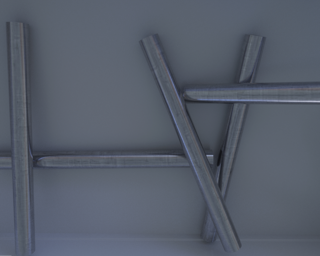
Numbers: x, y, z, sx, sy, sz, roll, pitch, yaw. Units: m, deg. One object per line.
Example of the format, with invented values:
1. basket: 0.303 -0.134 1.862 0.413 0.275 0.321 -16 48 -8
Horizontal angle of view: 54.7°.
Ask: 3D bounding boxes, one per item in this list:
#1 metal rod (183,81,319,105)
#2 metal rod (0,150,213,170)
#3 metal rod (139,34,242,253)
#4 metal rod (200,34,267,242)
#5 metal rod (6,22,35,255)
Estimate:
1. metal rod: 0.169 -0.037 0.330 0.301 0.025 0.025 3 113 27
2. metal rod: -0.079 0.043 0.426 0.302 0.025 0.025 0 110 -1
3. metal rod: 0.043 0.027 0.398 0.025 0.025 0.299 -21 100 7
4. metal rod: 0.094 0.027 0.422 0.025 0.025 0.298 7 110 -3
5. metal rod: -0.176 0.023 0.394 0.025 0.025 0.298 3 102 -2
